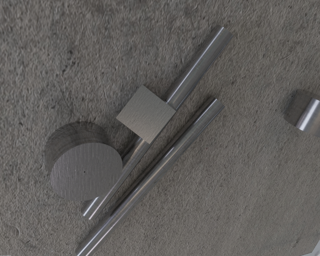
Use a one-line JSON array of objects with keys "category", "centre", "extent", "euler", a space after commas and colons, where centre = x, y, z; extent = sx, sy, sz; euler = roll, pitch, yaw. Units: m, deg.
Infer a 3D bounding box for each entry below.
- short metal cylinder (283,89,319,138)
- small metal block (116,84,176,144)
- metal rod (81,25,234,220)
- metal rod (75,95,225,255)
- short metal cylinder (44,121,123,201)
[{"category": "short metal cylinder", "centre": [0.246, -0.023, 0.492], "extent": [0.081, 0.080, 0.050], "euler": [7, 115, -32]}, {"category": "small metal block", "centre": [-0.016, -0.017, 0.372], "extent": [0.050, 0.025, 0.050], "euler": [38, 98, -4]}, {"category": "metal rod", "centre": [-0.009, 0.000, 0.401], "extent": [0.025, 0.025, 0.299], "euler": [30, 102, -38]}, {"category": "metal rod", "centre": [-0.017, 0.075, 0.443], "extent": [0.299, 0.025, 0.025], "euler": [-49, 129, 6]}, {"category": "short metal cylinder", "centre": [-0.091, 0.039, 0.365], "extent": [0.081, 0.050, 0.079], "euler": [-14, 124, -21]}]
